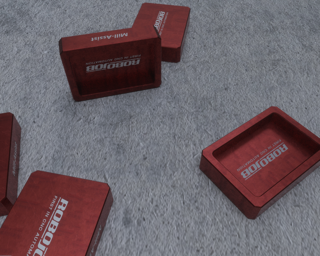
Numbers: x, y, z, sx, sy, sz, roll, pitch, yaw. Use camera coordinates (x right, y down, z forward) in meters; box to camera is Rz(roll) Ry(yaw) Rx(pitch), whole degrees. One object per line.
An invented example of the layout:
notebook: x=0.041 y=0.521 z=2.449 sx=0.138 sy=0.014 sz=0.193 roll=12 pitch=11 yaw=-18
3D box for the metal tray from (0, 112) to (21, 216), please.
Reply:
metal tray: x=-0.217 y=0.044 z=0.361 sx=0.091 sy=0.030 sz=0.130 roll=-10 pitch=51 yaw=-9

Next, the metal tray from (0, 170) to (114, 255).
metal tray: x=-0.109 y=0.110 z=0.306 sx=0.090 sy=0.030 sz=0.130 roll=9 pitch=51 yaw=8

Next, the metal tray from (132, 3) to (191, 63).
metal tray: x=0.000 y=-0.171 z=0.543 sx=0.090 sy=0.030 sz=0.130 roll=8 pitch=50 yaw=7

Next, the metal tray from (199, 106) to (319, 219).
metal tray: x=0.124 y=0.035 z=0.370 sx=0.131 sy=0.030 sz=0.090 roll=-29 pitch=56 yaw=-23

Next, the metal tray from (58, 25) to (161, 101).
metal tray: x=-0.065 y=-0.089 z=0.435 sx=0.131 sy=0.090 sz=0.030 roll=-11 pitch=51 yaw=-10
